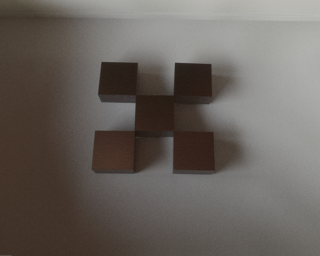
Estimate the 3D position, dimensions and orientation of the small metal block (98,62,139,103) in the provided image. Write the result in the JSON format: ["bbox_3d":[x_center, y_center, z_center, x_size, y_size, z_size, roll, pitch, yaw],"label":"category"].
[{"bbox_3d":[-0.056,-0.063,0.430,0.050,0.025,0.050,2,70,0],"label":"small metal block"}]

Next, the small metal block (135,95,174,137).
[{"bbox_3d":[-0.007,-0.016,0.413,0.050,0.025,0.050,1,70,0],"label":"small metal block"}]

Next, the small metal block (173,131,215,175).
[{"bbox_3d":[0.042,0.032,0.396,0.050,0.025,0.050,1,70,0],"label":"small metal block"}]

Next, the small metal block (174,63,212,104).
[{"bbox_3d":[0.045,-0.062,0.430,0.050,0.025,0.050,2,70,1],"label":"small metal block"}]

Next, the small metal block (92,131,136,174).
[{"bbox_3d":[-0.057,0.031,0.396,0.050,0.025,0.050,1,70,0],"label":"small metal block"}]
